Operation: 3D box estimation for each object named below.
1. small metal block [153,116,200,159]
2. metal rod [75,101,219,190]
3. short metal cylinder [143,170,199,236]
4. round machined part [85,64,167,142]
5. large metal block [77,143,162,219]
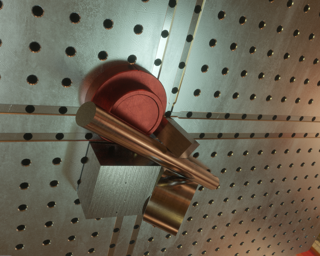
[{"bbox_3d":[0.021,0.013,0.404,0.025,0.050,0.050,-48,164,9],"label":"small metal block"},{"bbox_3d":[0.010,0.039,0.400,0.025,0.025,0.301,-49,142,6],"label":"metal rod"},{"bbox_3d":[0.016,0.106,0.444,0.080,0.050,0.080,22,92,-79],"label":"short metal cylinder"},{"bbox_3d":[-0.035,-0.022,0.368,0.099,0.042,0.097,-14,125,-21],"label":"round machined part"},{"bbox_3d":[-0.055,0.068,0.405,0.081,0.050,0.079,5,116,-31],"label":"large metal block"}]
